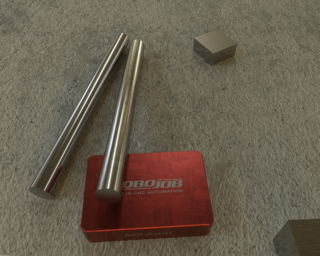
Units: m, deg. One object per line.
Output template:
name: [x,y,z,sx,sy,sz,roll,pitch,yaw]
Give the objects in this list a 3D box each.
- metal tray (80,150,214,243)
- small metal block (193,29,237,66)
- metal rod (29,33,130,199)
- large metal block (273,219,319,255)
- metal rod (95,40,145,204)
metal tray: [-0.014,0.072,0.339,0.131,0.030,0.090,-2,50,-3]
small metal block: [0.091,-0.136,0.518,0.050,0.025,0.050,-26,55,-21]
metal rod: [-0.098,-0.040,0.435,0.025,0.025,0.300,10,51,8]
large metal block: [0.160,0.130,0.280,0.081,0.050,0.080,-2,50,-2]
metal rod: [-0.044,-0.036,0.407,0.025,0.025,0.300,2,42,1]
